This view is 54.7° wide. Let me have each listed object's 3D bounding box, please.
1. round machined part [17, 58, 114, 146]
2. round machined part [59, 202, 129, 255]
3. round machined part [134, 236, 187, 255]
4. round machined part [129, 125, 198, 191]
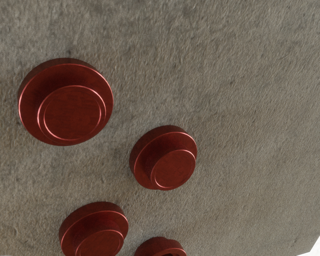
[{"bbox_3d":[-0.097,-0.021,0.331,0.099,0.042,0.097,-14,125,-21],"label":"round machined part"},{"bbox_3d":[-0.091,0.157,0.445,0.099,0.042,0.097,-14,125,-21],"label":"round machined part"},{"bbox_3d":[-0.006,0.228,0.536,0.099,0.042,0.097,-14,125,-21],"label":"round machined part"},{"bbox_3d":[0.010,0.048,0.433,0.099,0.042,0.097,-14,125,-21],"label":"round machined part"}]
